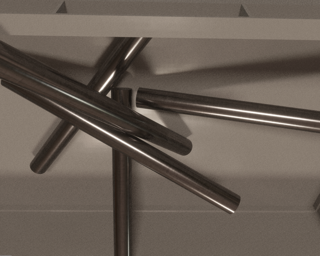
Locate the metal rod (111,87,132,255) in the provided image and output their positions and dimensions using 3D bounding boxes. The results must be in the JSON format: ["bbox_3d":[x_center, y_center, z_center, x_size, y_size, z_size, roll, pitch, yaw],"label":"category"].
[{"bbox_3d":[-0.049,0.097,0.408,0.025,0.025,0.298,1,104,-1],"label":"metal rod"}]

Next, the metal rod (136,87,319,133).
[{"bbox_3d":[0.121,-0.015,0.356,0.301,0.025,0.025,9,131,8],"label":"metal rod"}]

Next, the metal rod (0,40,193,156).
[{"bbox_3d":[-0.047,-0.015,0.316,0.025,0.025,0.301,-30,149,23],"label":"metal rod"}]

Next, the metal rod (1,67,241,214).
[{"bbox_3d":[-0.042,0.016,0.360,0.301,0.025,0.025,30,125,-3],"label":"metal rod"}]

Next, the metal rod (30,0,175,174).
[{"bbox_3d":[-0.087,-0.033,0.379,0.025,0.025,0.299,30,124,-24],"label":"metal rod"}]
